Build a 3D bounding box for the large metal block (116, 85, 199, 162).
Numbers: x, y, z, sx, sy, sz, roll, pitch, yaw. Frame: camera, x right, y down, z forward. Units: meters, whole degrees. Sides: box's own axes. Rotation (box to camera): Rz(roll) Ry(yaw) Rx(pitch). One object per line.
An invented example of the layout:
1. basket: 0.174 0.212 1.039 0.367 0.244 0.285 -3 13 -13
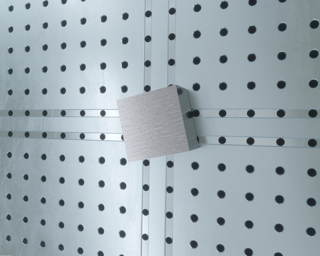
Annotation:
1. large metal block: -0.002 -0.004 0.399 0.080 0.050 0.080 -13 86 19
